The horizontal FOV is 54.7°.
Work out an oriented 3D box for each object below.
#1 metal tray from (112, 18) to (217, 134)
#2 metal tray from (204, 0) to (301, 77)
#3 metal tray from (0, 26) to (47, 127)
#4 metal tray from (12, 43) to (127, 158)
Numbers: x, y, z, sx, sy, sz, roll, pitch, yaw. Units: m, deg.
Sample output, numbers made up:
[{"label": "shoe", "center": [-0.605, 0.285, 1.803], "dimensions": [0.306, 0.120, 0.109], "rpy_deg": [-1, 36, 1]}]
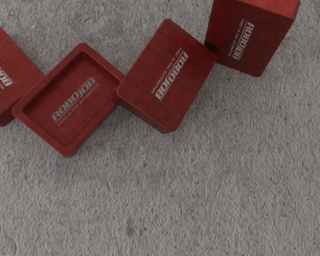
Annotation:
[{"label": "metal tray", "center": [0.009, -0.068, 0.413], "dimensions": [0.090, 0.030, 0.130], "rpy_deg": [35, 72, -12]}, {"label": "metal tray", "center": [0.108, -0.123, 0.398], "dimensions": [0.090, 0.130, 0.030], "rpy_deg": [22, 72, 8]}, {"label": "metal tray", "center": [-0.226, -0.077, 0.432], "dimensions": [0.090, 0.030, 0.130], "rpy_deg": [-41, 75, -14]}, {"label": "metal tray", "center": [-0.111, -0.037, 0.407], "dimensions": [0.090, 0.030, 0.130], "rpy_deg": [40, 74, -1]}]
